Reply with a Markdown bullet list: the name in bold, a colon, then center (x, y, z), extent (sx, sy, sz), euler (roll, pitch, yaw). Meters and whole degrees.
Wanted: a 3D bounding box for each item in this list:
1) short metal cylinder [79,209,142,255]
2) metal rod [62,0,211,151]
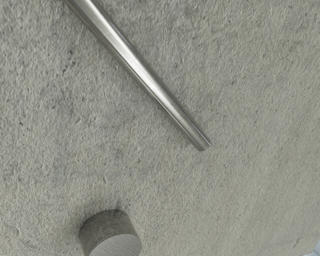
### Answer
- **short metal cylinder**: center (-0.073, 0.167, 0.454), extent (0.081, 0.050, 0.079), euler (-14, 124, -21)
- **metal rod**: center (-0.017, -0.060, 0.360), extent (0.025, 0.025, 0.300), euler (-43, 130, 1)
